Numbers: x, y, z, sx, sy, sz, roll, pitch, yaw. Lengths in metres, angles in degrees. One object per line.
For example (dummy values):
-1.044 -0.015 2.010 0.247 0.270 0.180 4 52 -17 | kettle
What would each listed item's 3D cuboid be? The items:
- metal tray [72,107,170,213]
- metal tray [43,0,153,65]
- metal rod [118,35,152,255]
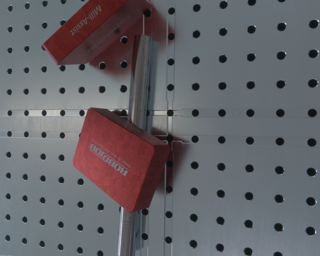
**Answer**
-0.056 0.037 0.405 0.130 0.030 0.089 29 106 35 | metal tray
-0.077 -0.134 0.402 0.130 0.090 0.030 -36 93 16 | metal tray
-0.035 0.025 0.424 0.025 0.025 0.298 5 92 20 | metal rod
